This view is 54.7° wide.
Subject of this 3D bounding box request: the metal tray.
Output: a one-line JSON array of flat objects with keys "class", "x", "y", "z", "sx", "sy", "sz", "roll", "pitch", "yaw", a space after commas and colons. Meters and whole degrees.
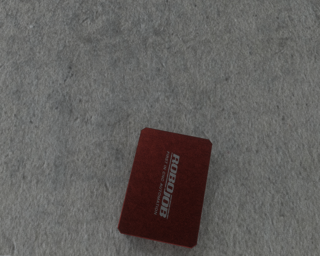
[{"class": "metal tray", "x": 0.009, "y": 0.071, "z": 0.380, "sx": 0.091, "sy": 0.030, "sz": 0.130, "roll": 11, "pitch": 70, "yaw": 3}]
